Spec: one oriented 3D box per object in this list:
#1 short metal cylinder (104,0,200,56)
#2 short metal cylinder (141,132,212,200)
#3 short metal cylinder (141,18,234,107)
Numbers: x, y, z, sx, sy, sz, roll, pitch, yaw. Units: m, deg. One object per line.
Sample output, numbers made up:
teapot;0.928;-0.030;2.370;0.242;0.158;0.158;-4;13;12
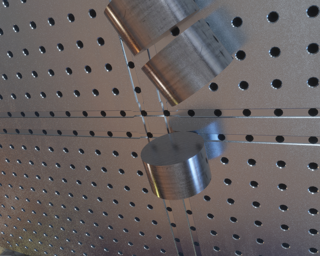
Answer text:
short metal cylinder;-0.008;-0.115;0.308;0.080;0.080;0.050;-27;103;37
short metal cylinder;0.021;0.046;0.393;0.080;0.080;0.050;-1;118;29
short metal cylinder;0.027;-0.067;0.320;0.080;0.080;0.050;-33;100;38
